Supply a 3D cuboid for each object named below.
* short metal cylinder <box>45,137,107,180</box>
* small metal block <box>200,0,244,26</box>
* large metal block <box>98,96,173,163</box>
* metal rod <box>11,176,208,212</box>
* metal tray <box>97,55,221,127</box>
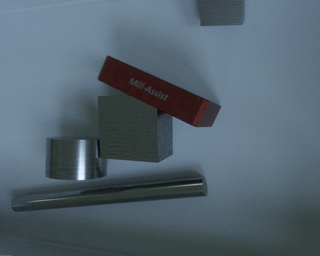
[{"bbox_3d":[-0.112,0.038,0.420,0.080,0.080,0.050,2,91,19],"label":"short metal cylinder"},{"bbox_3d":[0.076,-0.151,0.372,0.050,0.025,0.050,5,120,19],"label":"small metal block"},{"bbox_3d":[-0.030,-0.002,0.400,0.080,0.050,0.079,2,97,22],"label":"large metal block"},{"bbox_3d":[-0.084,0.096,0.438,0.301,0.025,0.025,-9,87,19],"label":"metal rod"},{"bbox_3d":[0.003,-0.042,0.374,0.130,0.090,0.030,27,99,17],"label":"metal tray"}]
